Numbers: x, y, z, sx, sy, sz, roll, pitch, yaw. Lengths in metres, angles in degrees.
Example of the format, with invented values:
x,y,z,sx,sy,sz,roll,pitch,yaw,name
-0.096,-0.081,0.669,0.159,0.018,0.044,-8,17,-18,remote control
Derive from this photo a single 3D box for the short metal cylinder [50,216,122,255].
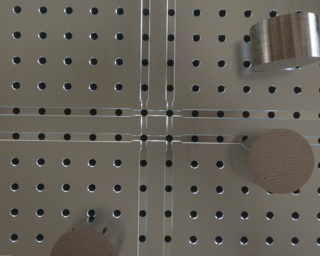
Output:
x,y,z,sx,sy,sz,roll,pitch,yaw,name
-0.093,0.161,0.400,0.081,0.050,0.079,0,90,0,short metal cylinder

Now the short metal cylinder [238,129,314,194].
x,y,z,sx,sy,sz,roll,pitch,yaw,name
0.148,0.040,0.402,0.081,0.050,0.079,0,90,0,short metal cylinder

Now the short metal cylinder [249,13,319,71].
x,y,z,sx,sy,sz,roll,pitch,yaw,name
0.155,-0.104,0.387,0.081,0.080,0.050,-5,90,0,short metal cylinder
